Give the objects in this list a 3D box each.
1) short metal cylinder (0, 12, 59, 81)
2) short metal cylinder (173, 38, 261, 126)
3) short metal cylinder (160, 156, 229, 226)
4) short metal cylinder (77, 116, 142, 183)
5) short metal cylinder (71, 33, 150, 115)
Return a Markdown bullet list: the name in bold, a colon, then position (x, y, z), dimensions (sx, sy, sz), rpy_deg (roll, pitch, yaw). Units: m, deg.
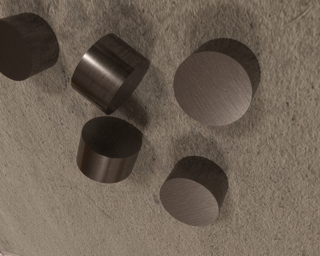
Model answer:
- **short metal cylinder**: position (-0.186, -0.110, 0.418), dimensions (0.080, 0.050, 0.079), rpy_deg (13, 124, 20)
- **short metal cylinder**: position (0.061, -0.049, 0.328), dimensions (0.080, 0.050, 0.079), rpy_deg (13, 124, 20)
- **short metal cylinder**: position (0.046, 0.085, 0.417), dimensions (0.080, 0.050, 0.079), rpy_deg (13, 124, 20)
- **short metal cylinder**: position (-0.070, 0.029, 0.424), dimensions (0.080, 0.080, 0.050), rpy_deg (29, 128, 9)
- **short metal cylinder**: position (-0.056, -0.062, 0.361), dimensions (0.050, 0.080, 0.080), rpy_deg (38, 129, 2)
